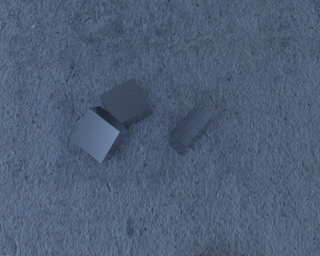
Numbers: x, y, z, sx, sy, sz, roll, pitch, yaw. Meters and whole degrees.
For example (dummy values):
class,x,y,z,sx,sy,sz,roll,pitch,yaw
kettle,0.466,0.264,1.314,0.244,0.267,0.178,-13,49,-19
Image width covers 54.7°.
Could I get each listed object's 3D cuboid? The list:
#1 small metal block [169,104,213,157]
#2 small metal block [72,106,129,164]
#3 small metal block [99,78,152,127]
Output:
class,x,y,z,sx,sy,sz,roll,pitch,yaw
small metal block,0.038,0.004,0.393,0.025,0.050,0.050,39,75,13
small metal block,-0.075,0.008,0.392,0.050,0.025,0.050,37,109,12
small metal block,-0.046,-0.031,0.419,0.050,0.025,0.050,-30,73,-10
